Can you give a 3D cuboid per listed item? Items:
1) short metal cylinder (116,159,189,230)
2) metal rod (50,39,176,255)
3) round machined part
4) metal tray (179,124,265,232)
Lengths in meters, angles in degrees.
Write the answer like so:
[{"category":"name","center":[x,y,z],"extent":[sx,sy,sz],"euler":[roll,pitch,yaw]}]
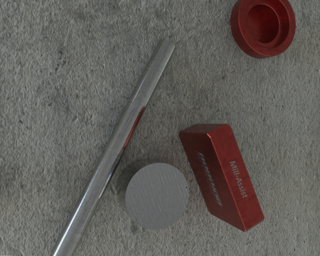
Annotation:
[{"category":"short metal cylinder","center":[-0.011,0.081,0.392],"extent":[0.081,0.050,0.080],"euler":[0,90,-20]},{"category":"metal rod","center":[-0.054,0.022,0.389],"extent":[0.025,0.025,0.299],"euler":[29,80,-18]},{"category":"round machined part","center":[0.145,-0.150,0.454],"extent":[0.099,0.042,0.097],"euler":[0,90,-20]},{"category":"metal tray","center":[0.076,0.059,0.403],"extent":[0.030,0.090,0.129],"euler":[-25,98,-18]}]
